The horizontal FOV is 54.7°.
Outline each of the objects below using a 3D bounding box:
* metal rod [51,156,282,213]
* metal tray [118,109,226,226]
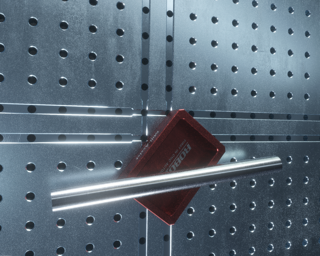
[{"bbox_3d":[0.024,0.066,0.388,0.303,0.025,0.025,-6,92,-20],"label":"metal rod"},{"bbox_3d":[0.017,0.050,0.415,0.090,0.030,0.130,41,77,-16],"label":"metal tray"}]
